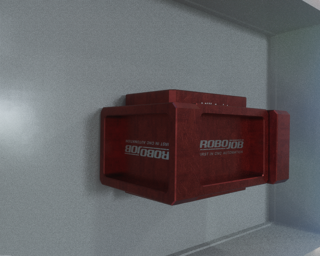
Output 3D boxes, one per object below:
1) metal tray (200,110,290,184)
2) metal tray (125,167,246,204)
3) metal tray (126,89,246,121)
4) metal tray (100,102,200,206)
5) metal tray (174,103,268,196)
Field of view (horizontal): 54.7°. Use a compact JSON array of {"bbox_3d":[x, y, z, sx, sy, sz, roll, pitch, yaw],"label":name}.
[{"bbox_3d":[0.109,0.022,0.426,0.030,0.130,0.089,1,90,-40],"label":"metal tray"},{"bbox_3d":[0.033,0.064,0.388,0.131,0.090,0.030,0,90,-40],"label":"metal tray"},{"bbox_3d":[0.034,-0.025,0.389,0.131,0.090,0.030,0,91,-40],"label":"metal tray"},{"bbox_3d":[-0.017,0.022,0.322,0.030,0.130,0.089,1,90,-40],"label":"metal tray"},{"bbox_3d":[0.072,0.022,0.344,0.131,0.030,0.089,1,89,-40],"label":"metal tray"}]
